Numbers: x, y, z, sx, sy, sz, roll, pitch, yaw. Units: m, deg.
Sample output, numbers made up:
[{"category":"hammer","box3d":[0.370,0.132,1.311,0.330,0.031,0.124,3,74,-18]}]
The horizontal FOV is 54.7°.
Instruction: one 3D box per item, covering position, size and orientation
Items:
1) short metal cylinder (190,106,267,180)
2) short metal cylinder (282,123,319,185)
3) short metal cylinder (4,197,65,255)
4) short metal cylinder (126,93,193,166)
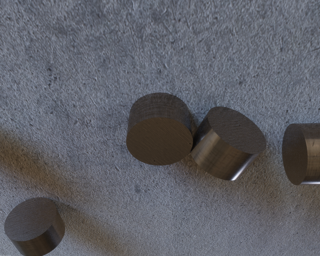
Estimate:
[{"category":"short metal cylinder","box3d":[0.083,0.018,0.387,0.081,0.080,0.050,18,128,-15]},{"category":"short metal cylinder","box3d":[0.198,0.033,0.401,0.050,0.080,0.079,-1,130,1]},{"category":"short metal cylinder","box3d":[-0.203,0.161,0.506,0.080,0.080,0.050,-4,130,3]},{"category":"short metal cylinder","box3d":[-0.001,0.002,0.392,0.081,0.050,0.079,0,130,0]}]
